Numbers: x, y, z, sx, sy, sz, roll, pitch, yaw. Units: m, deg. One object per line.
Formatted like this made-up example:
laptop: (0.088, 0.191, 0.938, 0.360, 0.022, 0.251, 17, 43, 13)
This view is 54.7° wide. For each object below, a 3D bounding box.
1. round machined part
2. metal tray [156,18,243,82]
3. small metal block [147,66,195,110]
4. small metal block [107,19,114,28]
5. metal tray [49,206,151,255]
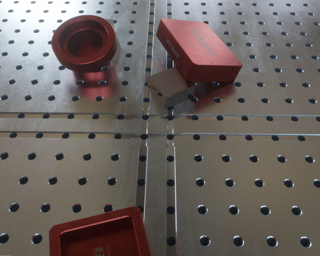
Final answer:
round machined part: (-0.117, -0.129, 0.494, 0.099, 0.042, 0.098, -1, 65, 2)
metal tray: (0.059, -0.125, 0.493, 0.091, 0.030, 0.130, -5, 48, -27)
small metal block: (0.016, -0.060, 0.458, 0.050, 0.025, 0.050, -24, 54, -19)
small metal block: (-0.110, -0.169, 0.548, 0.050, 0.025, 0.050, 2, 50, 1)
metal tray: (-0.049, 0.145, 0.282, 0.091, 0.030, 0.130, -11, 51, -10)
